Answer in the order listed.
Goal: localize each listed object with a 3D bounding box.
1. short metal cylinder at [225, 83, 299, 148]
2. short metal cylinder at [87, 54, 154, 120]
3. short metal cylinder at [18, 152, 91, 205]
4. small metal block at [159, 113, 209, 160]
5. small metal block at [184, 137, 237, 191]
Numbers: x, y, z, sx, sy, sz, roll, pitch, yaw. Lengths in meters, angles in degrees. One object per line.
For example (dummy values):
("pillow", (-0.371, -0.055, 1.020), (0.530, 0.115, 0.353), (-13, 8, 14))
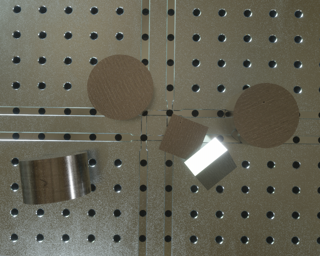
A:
("short metal cylinder", (0.130, -0.015, 0.402), (0.081, 0.050, 0.079), (0, 90, 0))
("short metal cylinder", (-0.048, -0.050, 0.400), (0.081, 0.050, 0.079), (0, 90, 0))
("short metal cylinder", (-0.129, 0.059, 0.385), (0.080, 0.080, 0.050), (-6, 90, 0))
("small metal block", (0.031, 0.013, 0.414), (0.050, 0.025, 0.050), (21, 90, 0))
("small metal block", (0.066, 0.047, 0.399), (0.050, 0.050, 0.025), (-39, 49, 0))
